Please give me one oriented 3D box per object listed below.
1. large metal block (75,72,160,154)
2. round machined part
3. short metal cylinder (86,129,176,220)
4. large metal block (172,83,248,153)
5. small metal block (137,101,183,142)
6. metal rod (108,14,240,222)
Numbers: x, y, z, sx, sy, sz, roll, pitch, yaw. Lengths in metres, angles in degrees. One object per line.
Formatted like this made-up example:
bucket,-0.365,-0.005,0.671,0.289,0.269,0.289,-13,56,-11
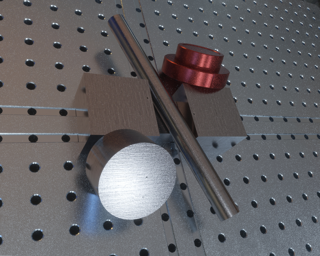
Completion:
large metal block,-0.054,-0.015,0.373,0.081,0.050,0.080,2,61,-27
round machined part,0.055,-0.095,0.453,0.099,0.042,0.098,12,23,-5
short metal cylinder,-0.031,0.046,0.320,0.081,0.050,0.079,-8,108,-25
large metal block,0.064,-0.013,0.435,0.081,0.050,0.080,1,61,-28
small metal block,0.000,-0.009,0.414,0.050,0.025,0.050,1,61,-28
metal rod,0.009,-0.024,0.394,0.025,0.025,0.299,-19,72,-35
